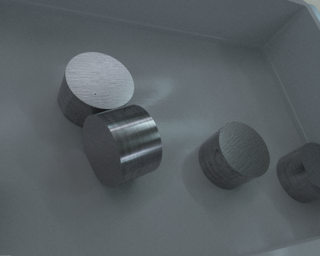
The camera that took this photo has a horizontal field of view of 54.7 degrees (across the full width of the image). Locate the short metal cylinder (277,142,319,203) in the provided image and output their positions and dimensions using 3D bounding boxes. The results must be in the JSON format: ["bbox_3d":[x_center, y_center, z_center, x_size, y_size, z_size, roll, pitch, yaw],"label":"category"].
[{"bbox_3d":[0.228,0.069,0.474,0.081,0.050,0.080,14,56,-21],"label":"short metal cylinder"}]

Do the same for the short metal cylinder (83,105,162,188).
[{"bbox_3d":[-0.042,0.018,0.337,0.050,0.080,0.080,-18,71,-35],"label":"short metal cylinder"}]

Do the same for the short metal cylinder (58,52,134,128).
[{"bbox_3d":[-0.078,-0.044,0.376,0.081,0.050,0.080,14,56,-21],"label":"short metal cylinder"}]

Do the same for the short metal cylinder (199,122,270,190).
[{"bbox_3d":[0.100,0.038,0.423,0.081,0.050,0.080,14,56,-21],"label":"short metal cylinder"}]
